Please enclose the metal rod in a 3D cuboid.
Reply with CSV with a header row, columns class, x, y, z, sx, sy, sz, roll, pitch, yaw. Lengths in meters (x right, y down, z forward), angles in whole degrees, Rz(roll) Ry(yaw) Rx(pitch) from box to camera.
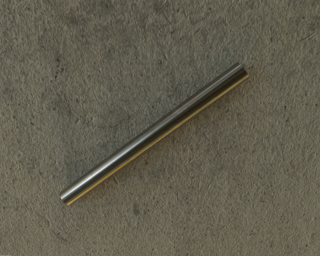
class,x,y,z,sx,sy,sz,roll,pitch,yaw
metal rod,-0.015,0.014,0.414,0.300,0.025,0.025,-36,106,12
